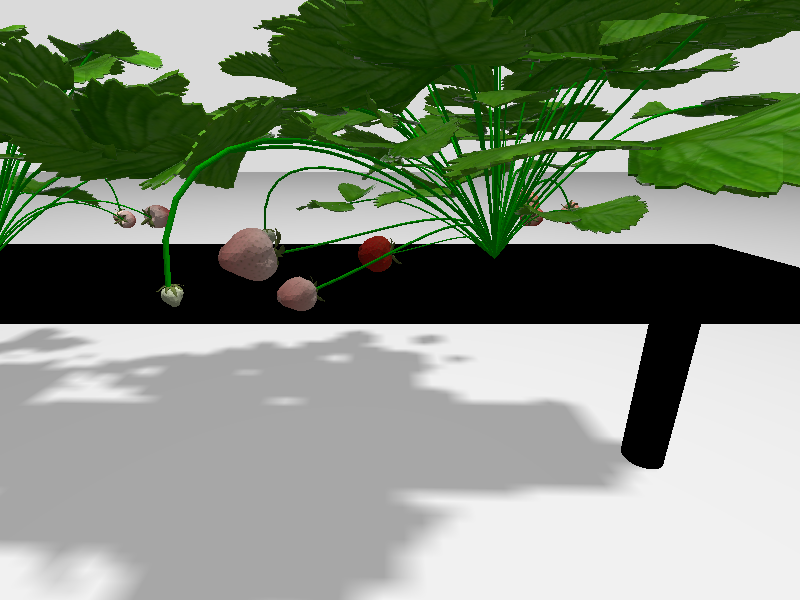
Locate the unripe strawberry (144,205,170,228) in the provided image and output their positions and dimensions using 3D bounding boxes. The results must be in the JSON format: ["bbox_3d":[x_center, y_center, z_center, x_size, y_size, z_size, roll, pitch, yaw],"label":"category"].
[{"bbox_3d":[-0.304,-0.106,0.508,0.032,0.029,0.029,7,20,19],"label":"unripe strawberry"}]

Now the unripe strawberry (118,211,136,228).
[{"bbox_3d":[-0.345,-0.102,0.507,0.019,0.022,0.021,2,6,7],"label":"unripe strawberry"}]

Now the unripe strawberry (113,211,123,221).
[{"bbox_3d":[-0.379,-0.111,0.544,0.018,0.019,0.018,-1,19,-4],"label":"unripe strawberry"}]

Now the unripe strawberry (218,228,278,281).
[{"bbox_3d":[-0.108,-0.032,0.283,0.038,0.038,0.042,-8,21,-19],"label":"unripe strawberry"}]

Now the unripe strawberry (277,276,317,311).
[{"bbox_3d":[-0.059,-0.003,0.228,0.020,0.020,0.023,-18,26,-40],"label":"unripe strawberry"}]

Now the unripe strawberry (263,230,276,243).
[{"bbox_3d":[-0.127,-0.060,0.385,0.015,0.015,0.014,3,20,8],"label":"unripe strawberry"}]

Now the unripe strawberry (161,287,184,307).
[{"bbox_3d":[-0.109,-0.002,0.192,0.010,0.010,0.011,-16,25,-38],"label":"unripe strawberry"}]

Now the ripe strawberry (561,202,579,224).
[{"bbox_3d":[0.228,-0.115,0.537,0.025,0.029,0.027,14,-18,34],"label":"ripe strawberry"}]

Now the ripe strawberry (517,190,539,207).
[{"bbox_3d":[0.189,-0.143,0.605,0.040,0.042,0.043,7,-3,20],"label":"ripe strawberry"}]

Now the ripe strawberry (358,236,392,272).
[{"bbox_3d":[-0.020,-0.036,0.310,0.026,0.028,0.024,-9,21,-22],"label":"ripe strawberry"}]

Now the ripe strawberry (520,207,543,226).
[{"bbox_3d":[0.172,-0.109,0.521,0.029,0.025,0.029,9,21,25],"label":"ripe strawberry"}]
